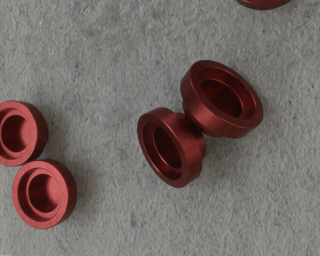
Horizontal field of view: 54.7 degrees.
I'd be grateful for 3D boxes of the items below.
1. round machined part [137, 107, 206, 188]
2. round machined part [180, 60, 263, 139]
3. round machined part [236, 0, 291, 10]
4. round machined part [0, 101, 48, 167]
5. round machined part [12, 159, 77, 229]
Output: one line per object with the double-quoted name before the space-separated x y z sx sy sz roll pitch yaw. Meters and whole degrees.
"round machined part" 0.017 0.020 0.375 0.098 0.042 0.097 39 143 37
"round machined part" 0.065 -0.028 0.354 0.098 0.099 0.042 51 134 13
"round machined part" 0.123 -0.192 0.356 0.098 0.042 0.097 0 90 19
"round machined part" -0.212 0.008 0.473 0.098 0.042 0.097 0 90 19
"round machined part" -0.163 0.094 0.456 0.098 0.042 0.097 0 90 19
